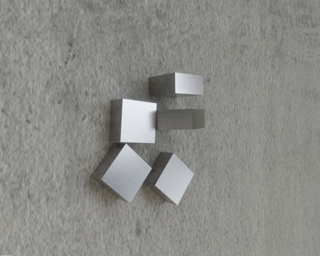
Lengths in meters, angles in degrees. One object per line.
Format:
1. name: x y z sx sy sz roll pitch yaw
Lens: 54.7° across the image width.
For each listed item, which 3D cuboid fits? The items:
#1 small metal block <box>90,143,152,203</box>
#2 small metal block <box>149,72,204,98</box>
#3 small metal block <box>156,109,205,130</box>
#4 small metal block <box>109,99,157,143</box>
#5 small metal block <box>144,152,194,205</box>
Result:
1. small metal block: -0.045 0.053 0.369 0.050 0.025 0.050 48 61 -30
2. small metal block: 0.021 -0.055 0.408 0.050 0.050 0.025 -2 92 -40
3. small metal block: 0.027 -0.011 0.402 0.050 0.050 0.025 -6 94 -65
4. small metal block: -0.033 -0.007 0.379 0.050 0.025 0.050 4 87 -40
5. small metal block: 0.013 0.068 0.418 0.050 0.025 0.050 47 62 -30
